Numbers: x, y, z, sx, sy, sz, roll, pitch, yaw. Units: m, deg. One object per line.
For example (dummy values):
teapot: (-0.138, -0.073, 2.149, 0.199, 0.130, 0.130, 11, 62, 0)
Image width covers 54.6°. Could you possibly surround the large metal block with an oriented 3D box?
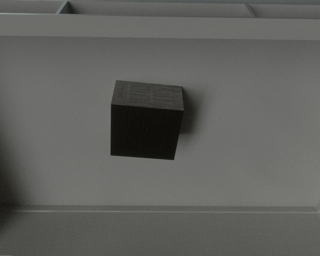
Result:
large metal block: (-0.018, -0.009, 0.385, 0.080, 0.050, 0.080, 5, 130, -4)
